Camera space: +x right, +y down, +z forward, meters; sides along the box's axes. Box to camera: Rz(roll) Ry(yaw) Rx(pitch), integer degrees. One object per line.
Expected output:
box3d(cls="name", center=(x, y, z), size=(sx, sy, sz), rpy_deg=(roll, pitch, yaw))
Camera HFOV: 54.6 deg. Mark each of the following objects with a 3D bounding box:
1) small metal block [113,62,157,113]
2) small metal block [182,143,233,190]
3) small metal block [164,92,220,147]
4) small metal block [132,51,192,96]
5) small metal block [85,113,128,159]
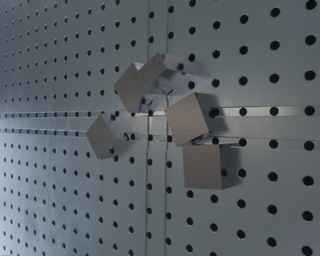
box3d(cls="small metal block", center=(-0.033, -0.056, 0.438), size=(0.050, 0.025, 0.050), rpy_deg=(-44, 64, 31))
box3d(cls="small metal block", center=(0.055, 0.045, 0.365), size=(0.050, 0.025, 0.050), rpy_deg=(-6, 86, 40))
box3d(cls="small metal block", center=(0.038, -0.009, 0.379), size=(0.050, 0.025, 0.050), rpy_deg=(-29, 72, 36))
box3d(cls="small metal block", center=(0.002, -0.067, 0.392), size=(0.050, 0.050, 0.025), rpy_deg=(-36, 68, 34))
box3d(cls="small metal block", center=(-0.084, 0.013, 0.480), size=(0.050, 0.025, 0.050), rpy_deg=(-47, 62, 30))
